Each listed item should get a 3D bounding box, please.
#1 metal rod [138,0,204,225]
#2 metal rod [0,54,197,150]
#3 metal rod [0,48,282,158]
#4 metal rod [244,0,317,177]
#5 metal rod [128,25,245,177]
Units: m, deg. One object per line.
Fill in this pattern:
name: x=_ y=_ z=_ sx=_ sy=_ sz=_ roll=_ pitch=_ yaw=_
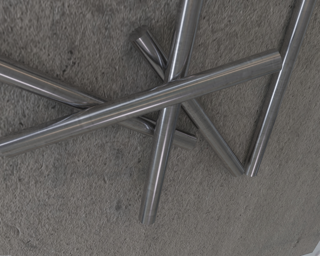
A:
metal rod: x=0.007 y=-0.001 z=0.375 sx=0.025 sy=0.025 sz=0.298 roll=-4 pitch=120 yaw=-27
metal rod: x=-0.070 y=-0.025 z=0.352 sx=0.302 sy=0.025 sz=0.025 roll=22 pitch=107 yaw=-36
metal rod: x=-0.021 y=-0.026 z=0.328 sx=0.301 sy=0.025 sz=0.025 roll=-18 pitch=127 yaw=1
metal rod: x=0.176 y=-0.053 z=0.469 sx=0.025 sy=0.025 sz=0.298 roll=-6 pitch=121 yaw=-25
metal rod: x=0.053 y=-0.015 z=0.426 sx=0.025 sy=0.025 sz=0.300 roll=-42 pitch=130 yaw=0
